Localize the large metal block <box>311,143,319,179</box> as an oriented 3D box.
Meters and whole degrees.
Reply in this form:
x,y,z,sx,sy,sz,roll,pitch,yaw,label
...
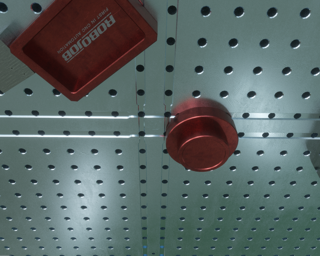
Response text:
x,y,z,sx,sy,sz,roll,pitch,yaw,label
0.274,0.038,0.432,0.081,0.050,0.079,0,130,-1,large metal block

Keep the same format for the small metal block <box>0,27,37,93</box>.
x,y,z,sx,sy,sz,roll,pitch,yaw,label
-0.173,-0.074,0.346,0.050,0.025,0.050,-25,126,20,small metal block

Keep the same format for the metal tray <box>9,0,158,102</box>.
x,y,z,sx,sy,sz,roll,pitch,yaw,label
-0.079,-0.095,0.326,0.130,0.030,0.090,-32,124,24,metal tray

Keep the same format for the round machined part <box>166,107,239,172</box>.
x,y,z,sx,sy,sz,roll,pitch,yaw,label
0.057,0.022,0.421,0.099,0.042,0.097,-1,130,0,round machined part
